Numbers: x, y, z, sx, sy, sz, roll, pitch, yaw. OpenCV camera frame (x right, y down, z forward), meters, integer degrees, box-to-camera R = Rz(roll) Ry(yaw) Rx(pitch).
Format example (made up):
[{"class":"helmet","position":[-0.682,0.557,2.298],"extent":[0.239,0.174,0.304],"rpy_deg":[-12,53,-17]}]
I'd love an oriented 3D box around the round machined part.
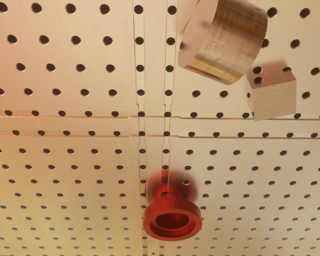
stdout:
[{"class":"round machined part","position":[0.021,0.149,0.528],"extent":[0.099,0.042,0.097],"rpy_deg":[-1,130,0]}]

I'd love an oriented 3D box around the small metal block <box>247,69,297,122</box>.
[{"class":"small metal block","position":[0.137,-0.039,0.380],"extent":[0.050,0.025,0.050],"rpy_deg":[-12,130,9]}]

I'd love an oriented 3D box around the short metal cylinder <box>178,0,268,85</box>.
[{"class":"short metal cylinder","position":[0.058,-0.088,0.302],"extent":[0.050,0.080,0.079],"rpy_deg":[19,128,-16]}]
